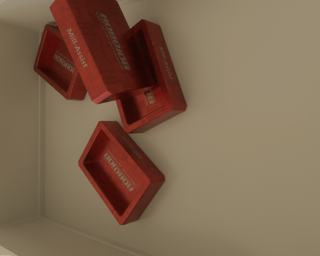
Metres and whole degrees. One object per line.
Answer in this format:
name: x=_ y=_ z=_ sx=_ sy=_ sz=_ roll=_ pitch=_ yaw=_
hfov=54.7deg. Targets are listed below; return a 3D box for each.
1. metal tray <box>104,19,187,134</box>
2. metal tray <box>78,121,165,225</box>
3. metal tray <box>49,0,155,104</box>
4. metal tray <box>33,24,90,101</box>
metal tray: x=-0.024 y=-0.067 z=0.421 sx=0.090 sy=0.030 sz=0.129 roll=-27 pitch=73 yaw=36
metal tray: x=-0.061 y=0.062 z=0.451 sx=0.130 sy=0.030 sz=0.089 roll=46 pitch=117 yaw=30
metal tray: x=-0.067 y=-0.099 z=0.382 sx=0.030 sy=0.091 sz=0.129 roll=-27 pitch=87 yaw=37
metal tray: x=-0.167 y=-0.115 z=0.537 sx=0.130 sy=0.030 sz=0.089 roll=37 pitch=112 yaw=33
